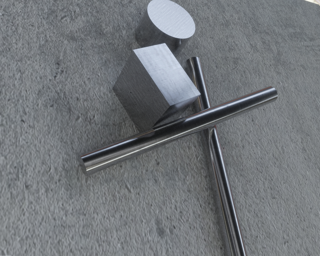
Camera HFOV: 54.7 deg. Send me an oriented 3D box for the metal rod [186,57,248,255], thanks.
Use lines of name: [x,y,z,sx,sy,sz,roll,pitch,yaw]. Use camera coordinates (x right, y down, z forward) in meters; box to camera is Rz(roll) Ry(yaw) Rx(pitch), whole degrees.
metal rod: [0.072,0.025,0.426,0.025,0.025,0.299,6,59,-25]

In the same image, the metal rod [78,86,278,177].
metal rod: [0.043,-0.005,0.403,0.302,0.025,0.025,-20,72,-27]

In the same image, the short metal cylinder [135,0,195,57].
short metal cylinder: [0.008,-0.154,0.486,0.081,0.050,0.080,14,56,-21]

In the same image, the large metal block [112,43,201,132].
large metal block: [-0.008,-0.046,0.392,0.050,0.080,0.080,-23,75,-36]
